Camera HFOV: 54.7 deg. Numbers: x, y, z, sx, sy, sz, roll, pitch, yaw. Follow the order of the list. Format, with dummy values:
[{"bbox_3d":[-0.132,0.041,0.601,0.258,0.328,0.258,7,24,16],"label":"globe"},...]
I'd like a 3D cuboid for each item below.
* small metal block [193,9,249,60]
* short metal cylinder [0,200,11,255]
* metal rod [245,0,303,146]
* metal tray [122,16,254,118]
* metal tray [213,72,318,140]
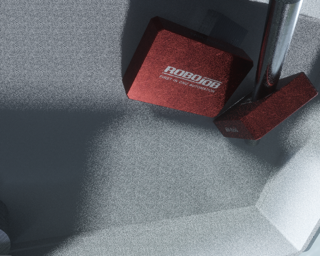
[{"bbox_3d":[0.072,-0.110,0.382,0.050,0.025,0.050,16,110,-35],"label":"small metal block"},{"bbox_3d":[-0.215,0.121,0.350,0.081,0.050,0.079,-14,125,-21],"label":"short metal cylinder"},{"bbox_3d":[0.123,-0.042,0.368,0.025,0.025,0.299,-35,154,-6],"label":"metal rod"},{"bbox_3d":[0.033,-0.065,0.364,0.131,0.030,0.089,11,128,-29],"label":"metal tray"},{"bbox_3d":[0.128,-0.025,0.402,0.090,0.130,0.030,-37,93,-4],"label":"metal tray"}]
